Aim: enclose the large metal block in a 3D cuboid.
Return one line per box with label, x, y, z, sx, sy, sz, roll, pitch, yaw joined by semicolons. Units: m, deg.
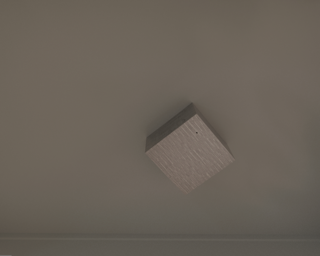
large metal block;0.038;0.027;0.409;0.080;0.050;0.080;-38;106;12
